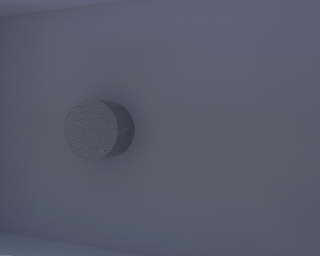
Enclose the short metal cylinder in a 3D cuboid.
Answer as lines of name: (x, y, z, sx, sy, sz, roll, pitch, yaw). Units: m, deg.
short metal cylinder: (-0.082, 0.002, 0.425, 0.080, 0.050, 0.079, 0, 90, 19)
